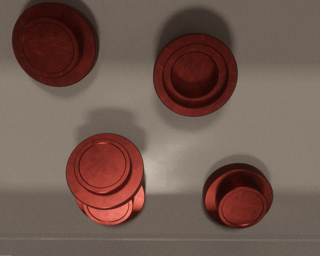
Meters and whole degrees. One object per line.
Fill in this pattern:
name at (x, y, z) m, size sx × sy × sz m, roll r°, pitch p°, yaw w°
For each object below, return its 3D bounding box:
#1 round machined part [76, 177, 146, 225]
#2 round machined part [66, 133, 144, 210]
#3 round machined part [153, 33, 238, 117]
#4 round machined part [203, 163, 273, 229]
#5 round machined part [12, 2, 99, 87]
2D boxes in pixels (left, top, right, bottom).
round machined part at (-0.070, 0.097, 0.437) m, size 0.099 × 0.042 × 0.097 m, roll 0°, pitch 110°, yaw -1°
round machined part at (-0.070, 0.052, 0.392) m, size 0.099 × 0.042 × 0.098 m, roll 1°, pitch 69°, yaw -1°
round machined part at (0.041, -0.066, 0.378) m, size 0.099 × 0.042 × 0.097 m, roll 0°, pitch 110°, yaw -1°
round machined part at (0.113, 0.103, 0.442) m, size 0.099 × 0.042 × 0.097 m, roll 0°, pitch 110°, yaw -1°
round machined part at (-0.125, -0.096, 0.365) m, size 0.099 × 0.042 × 0.097 m, roll 0°, pitch 110°, yaw -1°
